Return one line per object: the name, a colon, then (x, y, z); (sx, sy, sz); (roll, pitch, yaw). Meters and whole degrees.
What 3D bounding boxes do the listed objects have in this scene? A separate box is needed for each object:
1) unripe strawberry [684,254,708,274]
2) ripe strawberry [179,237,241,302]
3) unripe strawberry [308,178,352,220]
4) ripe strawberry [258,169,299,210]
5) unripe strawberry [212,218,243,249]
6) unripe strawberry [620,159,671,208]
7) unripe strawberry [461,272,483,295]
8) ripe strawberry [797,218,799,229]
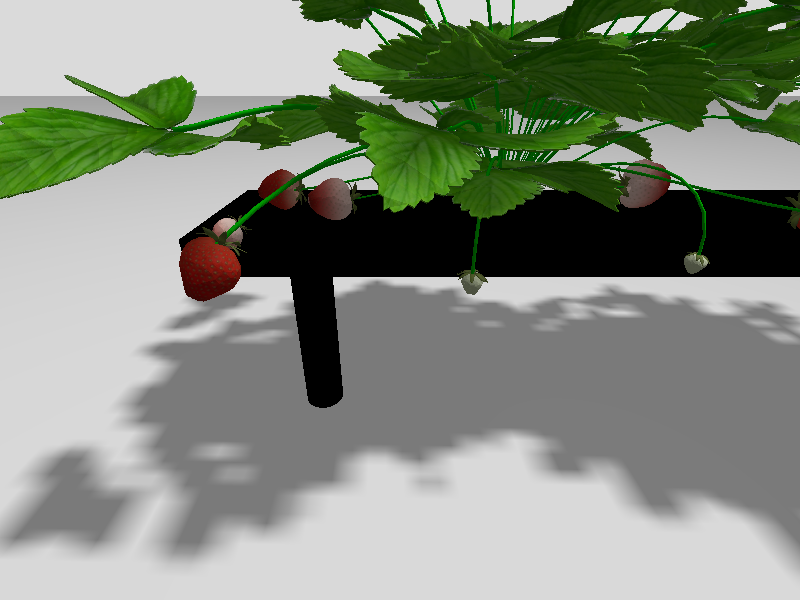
unripe strawberry: (0.166, -0.020, 0.225); (0.010, 0.011, 0.011); (-14, 32, -24)
ripe strawberry: (-0.098, -0.015, 0.204); (0.032, 0.032, 0.027); (29, 2, 41)
unripe strawberry: (-0.056, -0.080, 0.320); (0.034, 0.034, 0.032); (-6, 29, -10)
ripe strawberry: (-0.106, -0.096, 0.349); (0.036, 0.034, 0.033); (0, 29, 1)
unripe strawberry: (-0.115, -0.043, 0.264); (0.022, 0.019, 0.022); (-39, 37, -5)
unripe strawberry: (0.210, -0.099, 0.343); (0.039, 0.041, 0.036); (1, 29, 0)
unripe strawberry: (0.037, -0.008, 0.205); (0.011, 0.012, 0.012); (9, 30, 15)
ripe strawberry: (0.307, -0.063, 0.288); (0.030, 0.031, 0.028); (9, 30, 15)
